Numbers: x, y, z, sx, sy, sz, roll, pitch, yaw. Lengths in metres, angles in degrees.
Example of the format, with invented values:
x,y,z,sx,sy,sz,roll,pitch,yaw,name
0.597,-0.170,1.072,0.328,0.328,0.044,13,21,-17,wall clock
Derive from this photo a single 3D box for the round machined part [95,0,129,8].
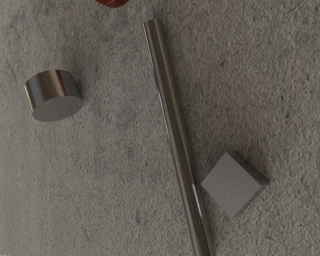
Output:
x,y,z,sx,sy,sz,roll,pitch,yaw,name
-0.075,-0.232,0.454,0.098,0.042,0.097,0,90,39,round machined part

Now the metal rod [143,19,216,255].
x,y,z,sx,sy,sz,roll,pitch,yaw,name
0.021,0.006,0.385,0.025,0.025,0.299,-20,77,38,metal rod

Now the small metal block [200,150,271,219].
x,y,z,sx,sy,sz,roll,pitch,yaw,name
0.081,0.060,0.337,0.050,0.025,0.050,47,118,29,small metal block

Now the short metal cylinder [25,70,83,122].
x,y,z,sx,sy,sz,roll,pitch,yaw,name
-0.174,-0.052,0.510,0.080,0.081,0.050,-36,68,34,short metal cylinder
